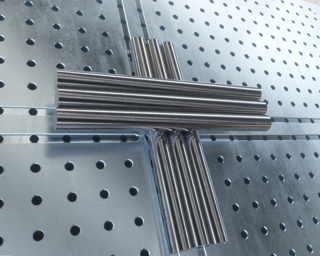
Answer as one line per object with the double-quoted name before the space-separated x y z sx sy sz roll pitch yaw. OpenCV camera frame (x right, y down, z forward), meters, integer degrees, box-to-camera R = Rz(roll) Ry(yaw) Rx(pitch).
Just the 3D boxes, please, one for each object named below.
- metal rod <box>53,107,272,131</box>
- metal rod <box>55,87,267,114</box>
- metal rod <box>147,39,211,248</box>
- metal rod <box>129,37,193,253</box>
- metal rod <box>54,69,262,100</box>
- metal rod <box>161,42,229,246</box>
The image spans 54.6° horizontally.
"metal rod" 0.024 -0.009 0.394 0.302 0.025 0.025 0 62 -28
"metal rod" 0.022 -0.031 0.406 0.302 0.025 0.025 0 62 -28
"metal rod" 0.016 0.002 0.415 0.025 0.025 0.299 2 61 -27
"metal rod" -0.005 0.003 0.403 0.025 0.025 0.299 2 61 -27
"metal rod" 0.017 -0.053 0.417 0.302 0.025 0.025 0 62 -28
"metal rod" 0.039 0.003 0.426 0.025 0.025 0.299 2 61 -27
